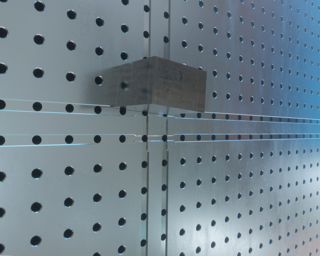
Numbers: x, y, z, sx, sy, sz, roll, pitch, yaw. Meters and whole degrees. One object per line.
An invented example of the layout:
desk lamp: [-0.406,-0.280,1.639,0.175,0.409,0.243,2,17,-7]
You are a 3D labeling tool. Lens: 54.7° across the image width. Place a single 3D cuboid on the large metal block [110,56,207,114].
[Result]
large metal block: [-0.002,-0.046,0.373,0.081,0.080,0.050,6,86,-40]
